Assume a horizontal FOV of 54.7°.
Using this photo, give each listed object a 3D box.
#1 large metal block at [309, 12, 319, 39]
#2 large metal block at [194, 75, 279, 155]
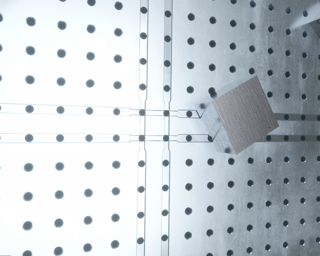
[{"bbox_3d":[0.313,-0.174,0.517,0.080,0.050,0.080,-44,104,-15],"label":"large metal block"},{"bbox_3d":[0.108,-0.019,0.441,0.080,0.050,0.080,-30,100,-18],"label":"large metal block"}]
